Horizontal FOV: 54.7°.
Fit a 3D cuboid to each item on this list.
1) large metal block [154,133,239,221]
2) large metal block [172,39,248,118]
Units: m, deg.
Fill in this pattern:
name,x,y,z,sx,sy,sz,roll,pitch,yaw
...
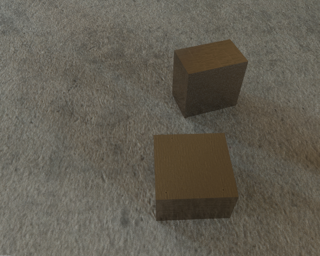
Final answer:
name,x,y,z,sx,sy,sz,roll,pitch,yaw
large metal block,0.034,0.053,0.343,0.081,0.050,0.080,-2,50,-2
large metal block,0.064,-0.067,0.424,0.081,0.080,0.050,-14,52,-12
